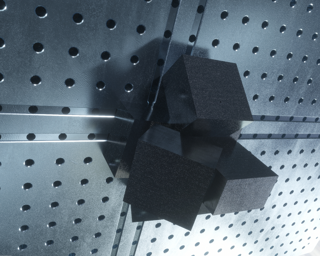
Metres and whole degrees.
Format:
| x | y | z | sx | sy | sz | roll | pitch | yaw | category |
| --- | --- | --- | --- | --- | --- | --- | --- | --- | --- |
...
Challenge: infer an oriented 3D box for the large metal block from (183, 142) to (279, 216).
| x | y | z | sx | sy | sz | roll | pitch | yaw | category |
| --- | --- | --- | --- | --- | --- | --- | --- | --- | --- |
| 0.085 | 0.060 | 0.393 | 0.081 | 0.080 | 0.050 | 1 | 118 | -29 | large metal block |

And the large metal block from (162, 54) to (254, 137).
| x | y | z | sx | sy | sz | roll | pitch | yaw | category |
| --- | --- | --- | --- | --- | --- | --- | --- | --- | --- |
| 0.056 | -0.036 | 0.374 | 0.081 | 0.080 | 0.050 | 2 | 156 | -29 | large metal block |

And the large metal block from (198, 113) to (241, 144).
| x | y | z | sx | sy | sz | roll | pitch | yaw | category |
| --- | --- | --- | --- | --- | --- | --- | --- | --- | --- |
| 0.057 | 0.021 | 0.438 | 0.081 | 0.050 | 0.079 | 3 | 117 | -30 | large metal block |

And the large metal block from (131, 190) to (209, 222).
| x | y | z | sx | sy | sz | roll | pitch | yaw | category |
| --- | --- | --- | --- | --- | --- | --- | --- | --- | --- |
| 0.011 | 0.101 | 0.436 | 0.081 | 0.050 | 0.080 | 2 | 162 | -29 | large metal block |

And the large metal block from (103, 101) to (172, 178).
| x | y | z | sx | sy | sz | roll | pitch | yaw | category |
| --- | --- | --- | --- | --- | --- | --- | --- | --- | --- |
| -0.017 | 0.017 | 0.396 | 0.081 | 0.050 | 0.080 | 7 | 115 | -32 | large metal block |

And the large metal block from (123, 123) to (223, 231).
| x | y | z | sx | sy | sz | roll | pitch | yaw | category |
| --- | --- | --- | --- | --- | --- | --- | --- | --- | --- |
| 0.014 | 0.051 | 0.339 | 0.080 | 0.050 | 0.079 | 21 | 115 | 11 | large metal block |
